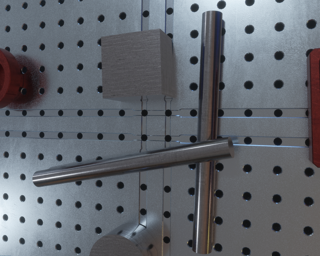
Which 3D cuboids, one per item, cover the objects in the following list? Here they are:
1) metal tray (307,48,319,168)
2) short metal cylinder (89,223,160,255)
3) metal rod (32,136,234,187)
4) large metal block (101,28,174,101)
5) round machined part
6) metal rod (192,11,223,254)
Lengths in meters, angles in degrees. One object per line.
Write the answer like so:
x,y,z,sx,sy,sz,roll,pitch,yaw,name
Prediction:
0.212,-0.023,0.335,0.090,0.030,0.129,-1,90,19,metal tray
-0.047,0.174,0.415,0.080,0.050,0.079,0,90,19,short metal cylinder
-0.053,0.050,0.414,0.300,0.025,0.025,-12,86,25,metal rod
-0.028,-0.079,0.408,0.080,0.050,0.079,-2,89,19,large metal block
-0.260,-0.078,0.493,0.098,0.042,0.097,0,90,19,round machined part
0.060,0.006,0.391,0.025,0.025,0.298,3,91,19,metal rod
